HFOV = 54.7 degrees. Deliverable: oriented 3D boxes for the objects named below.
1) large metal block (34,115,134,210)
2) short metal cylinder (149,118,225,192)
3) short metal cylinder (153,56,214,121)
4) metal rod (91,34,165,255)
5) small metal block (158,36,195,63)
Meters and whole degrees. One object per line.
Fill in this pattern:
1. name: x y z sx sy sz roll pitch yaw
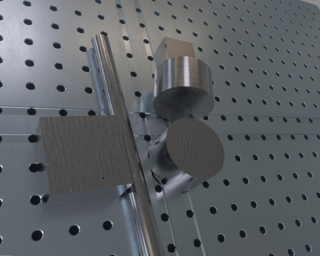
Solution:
1. large metal block: -0.083 0.034 0.327 0.081 0.050 0.080 -3 63 -30
2. short metal cylinder: 0.033 0.034 0.389 0.081 0.050 0.080 14 56 -21
3. short metal cylinder: 0.031 -0.051 0.421 0.081 0.080 0.050 15 56 -20
4. metal rod: -0.045 0.008 0.378 0.025 0.025 0.299 -3 63 -30
5. small metal block: 0.028 -0.113 0.493 0.050 0.025 0.050 6 59 -25
